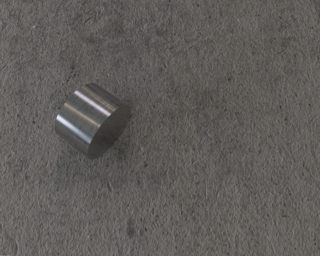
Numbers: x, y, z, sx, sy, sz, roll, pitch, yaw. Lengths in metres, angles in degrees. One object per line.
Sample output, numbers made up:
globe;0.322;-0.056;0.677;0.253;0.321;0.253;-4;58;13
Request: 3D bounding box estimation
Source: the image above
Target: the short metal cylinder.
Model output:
short metal cylinder;-0.081;-0.008;0.382;0.050;0.080;0.080;35;74;12
